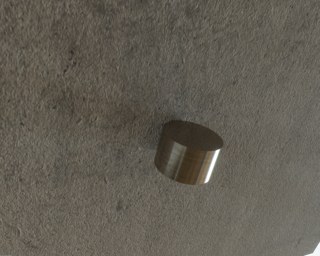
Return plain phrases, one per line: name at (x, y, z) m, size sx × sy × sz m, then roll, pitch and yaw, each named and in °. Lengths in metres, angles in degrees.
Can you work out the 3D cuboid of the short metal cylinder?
short metal cylinder at (0.037, 0.030, 0.409) m, size 0.081 × 0.080 × 0.050 m, roll 1°, pitch 118°, yaw -29°
